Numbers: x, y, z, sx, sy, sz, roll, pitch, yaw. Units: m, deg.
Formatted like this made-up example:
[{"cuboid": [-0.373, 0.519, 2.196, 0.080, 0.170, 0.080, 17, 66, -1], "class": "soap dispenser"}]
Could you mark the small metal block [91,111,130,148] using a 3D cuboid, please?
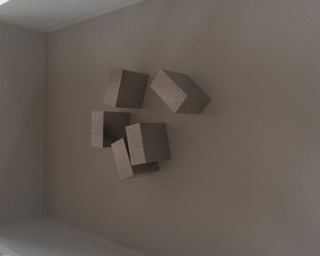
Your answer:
[{"cuboid": [-0.071, 0.001, 0.449, 0.025, 0.050, 0.050, 3, 92, 40], "class": "small metal block"}]

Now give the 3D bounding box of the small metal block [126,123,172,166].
[{"cuboid": [-0.014, 0.020, 0.402, 0.025, 0.050, 0.050, -15, 80, 39], "class": "small metal block"}]

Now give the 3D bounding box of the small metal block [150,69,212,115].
[{"cuboid": [0.025, -0.042, 0.370, 0.050, 0.050, 0.025, 50, 119, 28], "class": "small metal block"}]

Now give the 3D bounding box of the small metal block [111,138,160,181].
[{"cuboid": [-0.033, 0.040, 0.418, 0.025, 0.050, 0.050, -28, 73, 37], "class": "small metal block"}]

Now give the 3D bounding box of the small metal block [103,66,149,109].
[{"cuboid": [-0.046, -0.055, 0.429, 0.025, 0.050, 0.050, 22, 104, 38], "class": "small metal block"}]
